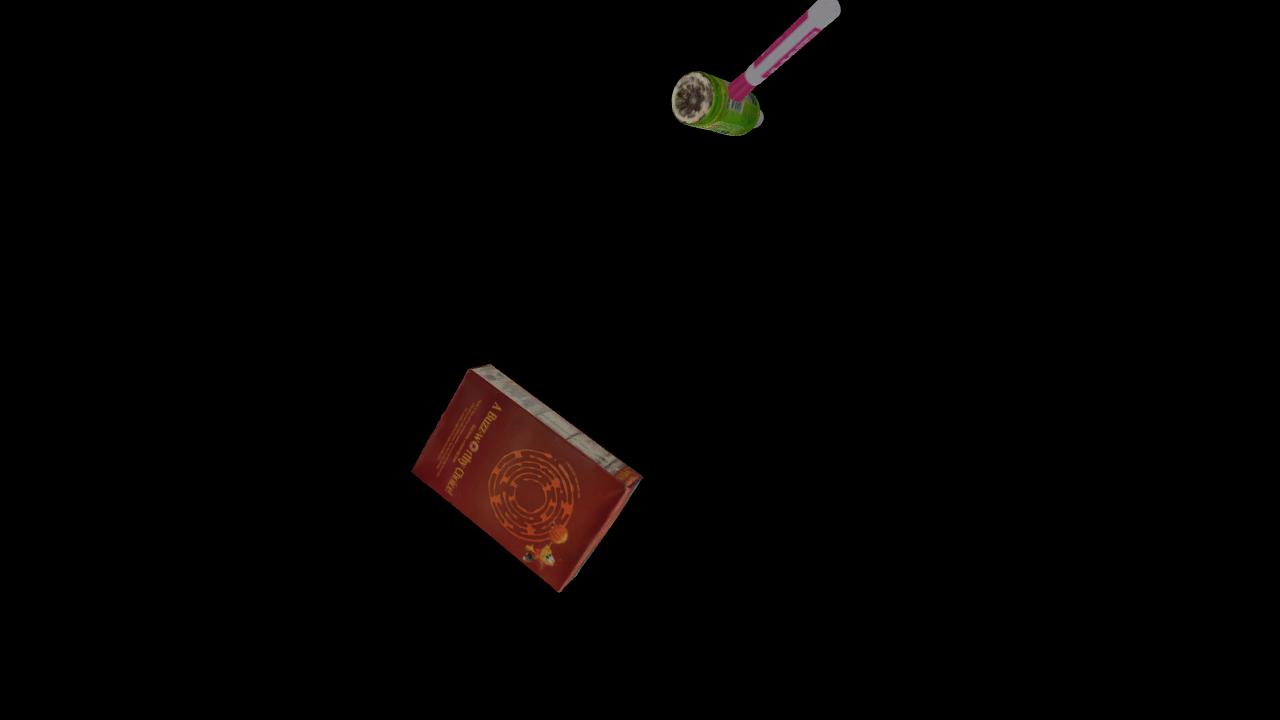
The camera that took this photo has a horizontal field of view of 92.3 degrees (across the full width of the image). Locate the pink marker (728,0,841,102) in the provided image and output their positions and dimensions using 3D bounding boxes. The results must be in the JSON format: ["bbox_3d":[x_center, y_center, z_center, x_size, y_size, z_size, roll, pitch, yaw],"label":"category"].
[{"bbox_3d":[0.111,-0.248,0.499,0.020,0.020,0.121,0,-10,-29],"label":"pink marker"}]

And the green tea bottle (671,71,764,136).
[{"bbox_3d":[0.128,-0.369,0.904,0.073,0.073,0.212,0,10,36],"label":"green tea bottle"}]

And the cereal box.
[{"bbox_3d":[-0.176,0.175,0.938,0.306,0.203,0.081,34,13,11],"label":"cereal box"}]
